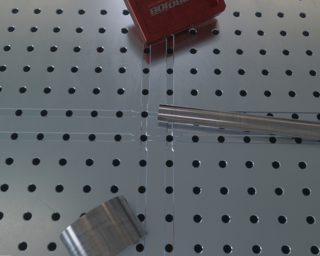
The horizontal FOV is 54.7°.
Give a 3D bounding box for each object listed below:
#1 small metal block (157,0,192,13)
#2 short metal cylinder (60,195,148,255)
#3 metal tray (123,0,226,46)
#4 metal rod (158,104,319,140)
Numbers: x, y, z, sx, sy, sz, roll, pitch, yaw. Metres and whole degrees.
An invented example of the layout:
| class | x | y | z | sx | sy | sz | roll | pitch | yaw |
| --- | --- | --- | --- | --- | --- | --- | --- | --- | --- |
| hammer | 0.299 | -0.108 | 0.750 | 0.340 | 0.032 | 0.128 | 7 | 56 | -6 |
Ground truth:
| class | x | y | z | sx | sy | sz | roll | pitch | yaw |
| --- | --- | --- | --- | --- | --- | --- | --- | --- | --- |
| small metal block | 0.019 | -0.217 | 0.491 | 0.050 | 0.025 | 0.050 | -20 | 71 | -7 |
| short metal cylinder | -0.060 | 0.118 | 0.339 | 0.080 | 0.080 | 0.050 | -33 | 74 | -11 |
| metal tray | 0.020 | -0.188 | 0.455 | 0.131 | 0.030 | 0.090 | -26 | 97 | -7 |
| metal rod | 0.148 | -0.003 | 0.414 | 0.302 | 0.025 | 0.025 | 7 | 70 | 2 |
